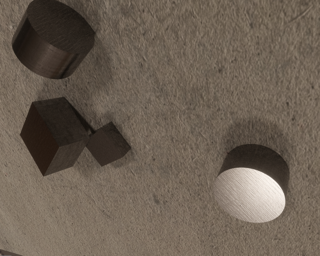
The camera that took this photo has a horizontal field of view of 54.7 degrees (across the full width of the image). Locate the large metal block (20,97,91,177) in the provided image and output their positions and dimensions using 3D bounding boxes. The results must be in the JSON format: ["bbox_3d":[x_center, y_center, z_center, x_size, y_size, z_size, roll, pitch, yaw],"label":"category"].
[{"bbox_3d":[-0.159,0.013,0.463,0.080,0.050,0.080,54,131,17],"label":"large metal block"}]

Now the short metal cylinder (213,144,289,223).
[{"bbox_3d":[0.110,0.066,0.373,0.080,0.050,0.079,13,124,20],"label":"short metal cylinder"}]

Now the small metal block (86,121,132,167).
[{"bbox_3d":[-0.080,0.025,0.462,0.050,0.025,0.050,-26,105,36],"label":"small metal block"}]

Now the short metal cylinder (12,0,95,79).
[{"bbox_3d":[-0.127,-0.106,0.371,0.080,0.080,0.050,48,129,-6],"label":"short metal cylinder"}]
